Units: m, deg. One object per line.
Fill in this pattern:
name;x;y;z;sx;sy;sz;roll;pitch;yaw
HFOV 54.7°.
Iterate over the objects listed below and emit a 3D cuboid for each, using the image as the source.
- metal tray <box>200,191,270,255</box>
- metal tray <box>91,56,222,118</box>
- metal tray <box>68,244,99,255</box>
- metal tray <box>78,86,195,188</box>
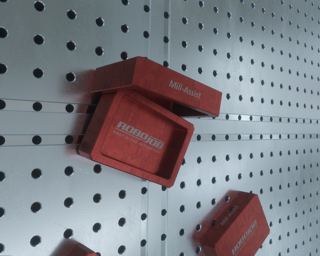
metal tray;0.130;0.181;0.519;0.131;0.030;0.090;-37;113;-34
metal tray;-0.001;-0.041;0.367;0.131;0.090;0.030;16;80;-39
metal tray;-0.074;0.206;0.345;0.090;0.030;0.130;-50;120;-28
metal tray;-0.022;0.013;0.380;0.131;0.030;0.090;28;79;-38
